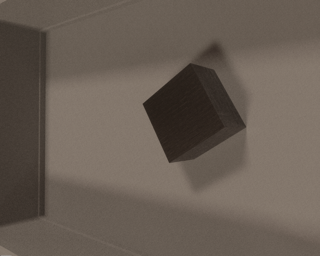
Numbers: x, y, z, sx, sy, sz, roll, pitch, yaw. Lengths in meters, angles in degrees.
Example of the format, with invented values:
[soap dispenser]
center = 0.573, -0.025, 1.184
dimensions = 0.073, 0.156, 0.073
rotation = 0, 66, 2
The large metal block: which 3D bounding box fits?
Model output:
[large metal block]
center = 0.037, -0.015, 0.358
dimensions = 0.080, 0.050, 0.080
rotation = -37, 68, 33
